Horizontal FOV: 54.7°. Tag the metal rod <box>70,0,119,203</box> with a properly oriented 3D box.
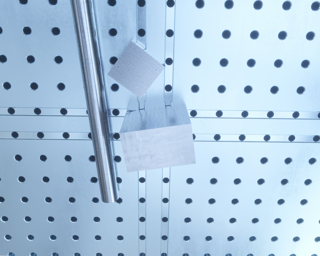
[{"bbox_3d":[-0.083,-0.037,0.398,0.025,0.025,0.298,-4,110,1],"label":"metal rod"}]

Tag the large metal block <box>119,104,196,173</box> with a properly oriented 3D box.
[{"bbox_3d":[-0.002,0.010,0.388,0.080,0.080,0.050,-8,110,2],"label":"large metal block"}]

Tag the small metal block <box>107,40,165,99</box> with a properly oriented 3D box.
[{"bbox_3d":[-0.029,-0.074,0.386,0.050,0.025,0.050,36,106,-13],"label":"small metal block"}]
